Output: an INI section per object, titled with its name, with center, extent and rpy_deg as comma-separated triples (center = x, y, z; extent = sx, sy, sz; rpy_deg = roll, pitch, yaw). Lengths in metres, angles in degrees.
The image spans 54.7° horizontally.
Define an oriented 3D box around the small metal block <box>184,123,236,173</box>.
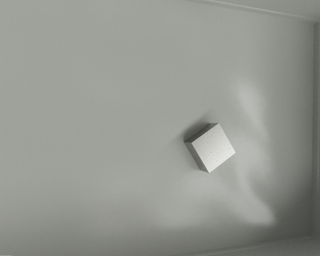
[small metal block]
center = 0.070, 0.027, 0.438
extent = 0.050, 0.025, 0.050
rpy_deg = -34, 102, -17
